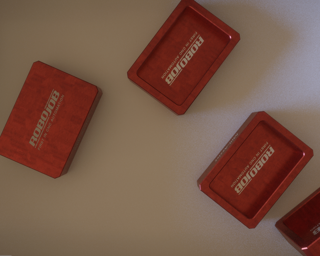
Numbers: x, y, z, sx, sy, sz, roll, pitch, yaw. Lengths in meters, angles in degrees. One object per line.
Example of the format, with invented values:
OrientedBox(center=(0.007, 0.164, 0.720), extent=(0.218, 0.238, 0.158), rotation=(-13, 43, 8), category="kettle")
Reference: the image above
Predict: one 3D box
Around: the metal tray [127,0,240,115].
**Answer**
OrientedBox(center=(0.030, -0.092, 0.408), extent=(0.090, 0.030, 0.130), rotation=(37, 90, 0), category="metal tray")

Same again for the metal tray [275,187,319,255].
OrientedBox(center=(0.215, 0.103, 0.380), extent=(0.130, 0.090, 0.030), rotation=(-39, 90, 0), category="metal tray")

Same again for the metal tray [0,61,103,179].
OrientedBox(center=(-0.144, -0.011, 0.408), extent=(0.090, 0.030, 0.129), rotation=(24, 90, 0), category="metal tray")

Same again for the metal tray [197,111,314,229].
OrientedBox(center=(0.123, 0.053, 0.409), extent=(0.090, 0.030, 0.130), rotation=(39, 90, 0), category="metal tray")
